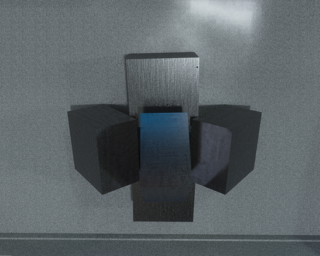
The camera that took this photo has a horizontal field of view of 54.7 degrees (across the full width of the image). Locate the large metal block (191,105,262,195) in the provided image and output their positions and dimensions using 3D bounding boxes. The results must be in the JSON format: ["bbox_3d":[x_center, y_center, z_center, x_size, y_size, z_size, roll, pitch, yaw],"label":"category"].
[{"bbox_3d":[0.081,0.022,0.382,0.050,0.081,0.079,17,116,35],"label":"large metal block"}]

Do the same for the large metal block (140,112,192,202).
[{"bbox_3d":[0.005,0.036,0.351,0.050,0.080,0.080,-1,66,-1],"label":"large metal block"}]

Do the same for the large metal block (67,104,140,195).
[{"bbox_3d":[-0.070,0.022,0.380,0.050,0.080,0.079,-16,115,-33],"label":"large metal block"}]

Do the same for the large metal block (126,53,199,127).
[{"bbox_3d":[0.004,-0.048,0.376,0.080,0.050,0.079,-1,110,0],"label":"large metal block"}]

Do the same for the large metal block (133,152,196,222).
[{"bbox_3d":[0.005,0.080,0.426,0.081,0.050,0.079,1,110,-1],"label":"large metal block"}]
